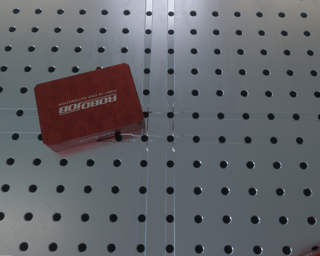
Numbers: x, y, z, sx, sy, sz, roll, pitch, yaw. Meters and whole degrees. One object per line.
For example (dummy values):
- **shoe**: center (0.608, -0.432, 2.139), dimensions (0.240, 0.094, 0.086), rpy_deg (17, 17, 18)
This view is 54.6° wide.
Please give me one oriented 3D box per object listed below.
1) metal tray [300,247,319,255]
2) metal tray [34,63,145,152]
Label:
- **metal tray**: center (0.169, 0.191, 0.339), dimensions (0.131, 0.030, 0.090), rpy_deg (-19, 71, -7)
- **metal tray**: center (-0.094, -0.029, 0.419), dimensions (0.131, 0.030, 0.090), rpy_deg (-15, 71, -6)
